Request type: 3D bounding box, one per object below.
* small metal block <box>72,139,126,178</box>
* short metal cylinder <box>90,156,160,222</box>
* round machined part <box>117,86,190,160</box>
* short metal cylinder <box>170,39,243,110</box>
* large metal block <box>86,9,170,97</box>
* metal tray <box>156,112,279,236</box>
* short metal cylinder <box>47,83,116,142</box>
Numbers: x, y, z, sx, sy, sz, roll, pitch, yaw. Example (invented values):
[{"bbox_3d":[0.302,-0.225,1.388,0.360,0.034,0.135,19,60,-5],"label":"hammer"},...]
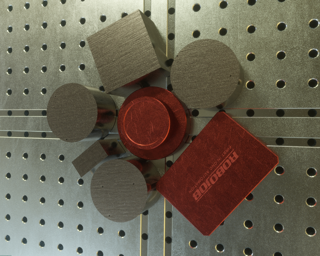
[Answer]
[{"bbox_3d":[-0.084,0.040,0.428,0.050,0.050,0.025,-39,78,16],"label":"small metal block"},{"bbox_3d":[-0.044,0.079,0.414,0.080,0.050,0.080,0,90,20],"label":"short metal cylinder"},{"bbox_3d":[-0.013,-0.006,0.407,0.098,0.042,0.097,0,90,20],"label":"round machined part"},{"bbox_3d":[0.059,-0.062,0.378,0.080,0.050,0.080,0,90,20],"label":"short metal cylinder"},{"bbox_3d":[-0.039,-0.096,0.413,0.080,0.050,0.080,-23,83,18],"label":"large metal block"},{"bbox_3d":[0.069,0.055,0.384,0.090,0.030,0.130,42,103,15],"label":"metal tray"},{"bbox_3d":[-0.110,-0.021,0.437,0.080,0.050,0.080,0,90,20],"label":"short metal cylinder"}]
